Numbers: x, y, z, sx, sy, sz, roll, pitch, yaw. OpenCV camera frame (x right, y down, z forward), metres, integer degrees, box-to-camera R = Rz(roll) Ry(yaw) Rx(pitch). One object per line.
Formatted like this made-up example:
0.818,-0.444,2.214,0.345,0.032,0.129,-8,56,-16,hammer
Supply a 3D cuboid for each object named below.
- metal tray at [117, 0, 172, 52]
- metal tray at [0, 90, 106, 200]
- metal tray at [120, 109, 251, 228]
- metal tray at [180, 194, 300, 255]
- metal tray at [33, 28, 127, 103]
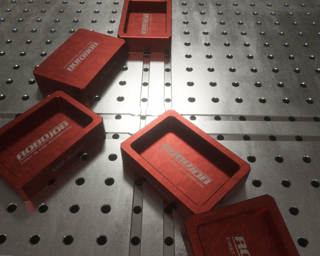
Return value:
-0.024,-0.190,0.563,0.091,0.030,0.130,2,50,1,metal tray
-0.146,0.015,0.389,0.090,0.030,0.131,32,57,23,metal tray
0.028,0.042,0.369,0.091,0.030,0.130,-37,59,-27,metal tray
0.080,0.134,0.273,0.091,0.030,0.130,-13,65,-11,metal tray
-0.121,-0.103,0.489,0.090,0.030,0.130,19,52,15,metal tray
